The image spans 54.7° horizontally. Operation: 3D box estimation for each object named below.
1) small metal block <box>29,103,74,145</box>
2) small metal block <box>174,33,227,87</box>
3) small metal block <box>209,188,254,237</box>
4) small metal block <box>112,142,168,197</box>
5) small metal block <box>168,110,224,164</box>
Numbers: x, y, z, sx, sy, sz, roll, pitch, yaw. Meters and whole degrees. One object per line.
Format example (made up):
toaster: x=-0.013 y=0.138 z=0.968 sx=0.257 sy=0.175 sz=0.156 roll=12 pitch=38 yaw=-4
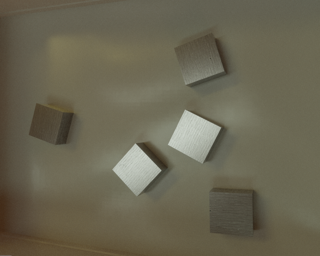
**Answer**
small metal block: x=-0.165 y=-0.006 z=0.469 sx=0.050 sy=0.025 sz=0.050 roll=18 pitch=96 yaw=19
small metal block: x=0.052 y=-0.085 z=0.392 sx=0.050 sy=0.025 sz=0.050 roll=-18 pitch=84 yaw=19
small metal block: x=0.088 y=0.102 z=0.379 sx=0.050 sy=0.025 sz=0.050 roll=-1 pitch=90 yaw=20
small metal block: x=-0.027 y=0.055 z=0.420 sx=0.050 sy=0.025 sz=0.050 roll=45 pitch=104 yaw=14
small metal block: x=0.046 y=0.010 z=0.394 sx=0.050 sy=0.025 sz=0.050 roll=28 pitch=99 yaw=17
